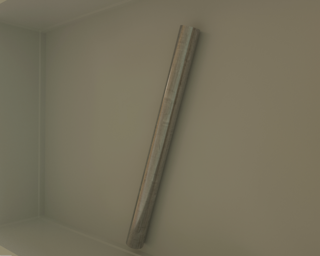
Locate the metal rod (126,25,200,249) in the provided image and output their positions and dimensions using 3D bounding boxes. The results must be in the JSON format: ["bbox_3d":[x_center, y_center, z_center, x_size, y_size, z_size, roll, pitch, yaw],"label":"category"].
[{"bbox_3d":[0.001,0.020,0.404,0.025,0.025,0.298,23,104,37],"label":"metal rod"}]
